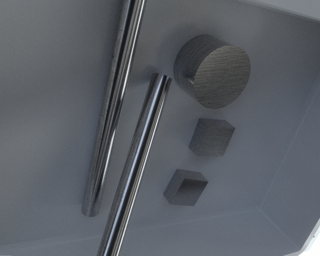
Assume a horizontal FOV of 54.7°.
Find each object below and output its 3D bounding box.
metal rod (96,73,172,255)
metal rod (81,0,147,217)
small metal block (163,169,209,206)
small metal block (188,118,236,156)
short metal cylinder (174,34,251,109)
[{"bbox_3d":[-0.040,0.080,0.361,0.025,0.025,0.299,21,83,-36],"label":"metal rod"},{"bbox_3d":[-0.059,-0.017,0.367,0.025,0.025,0.298,1,118,-30],"label":"metal rod"},{"bbox_3d":[0.041,0.095,0.492,0.050,0.025,0.050,14,111,-35],"label":"small metal block"},{"bbox_3d":[0.077,0.014,0.462,0.050,0.025,0.050,4,117,-31],"label":"small metal block"},{"bbox_3d":[0.064,-0.070,0.386,0.081,0.050,0.079,-14,125,-21],"label":"short metal cylinder"}]
